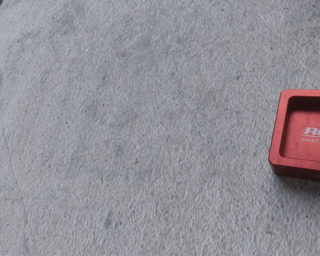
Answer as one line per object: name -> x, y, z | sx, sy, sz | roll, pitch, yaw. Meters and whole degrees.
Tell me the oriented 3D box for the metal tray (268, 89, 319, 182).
metal tray -> 0.181, 0.008, 0.300 | 0.130, 0.030, 0.090 | 5, 64, 30
